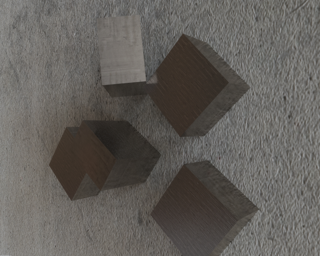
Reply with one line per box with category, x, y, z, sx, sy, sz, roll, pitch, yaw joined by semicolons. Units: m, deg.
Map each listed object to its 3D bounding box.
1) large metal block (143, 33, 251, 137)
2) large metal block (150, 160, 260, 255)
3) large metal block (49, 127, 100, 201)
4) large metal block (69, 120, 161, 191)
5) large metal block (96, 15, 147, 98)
large metal block;0.040;-0.046;0.356;0.080;0.050;0.080;-50;61;28
large metal block;0.048;0.095;0.349;0.080;0.050;0.080;45;117;30
large metal block;-0.123;0.054;0.490;0.080;0.050;0.080;46;117;30
large metal block;-0.060;0.033;0.419;0.080;0.081;0.050;43;116;31
large metal block;-0.046;-0.088;0.398;0.050;0.080;0.080;-6;85;-2
